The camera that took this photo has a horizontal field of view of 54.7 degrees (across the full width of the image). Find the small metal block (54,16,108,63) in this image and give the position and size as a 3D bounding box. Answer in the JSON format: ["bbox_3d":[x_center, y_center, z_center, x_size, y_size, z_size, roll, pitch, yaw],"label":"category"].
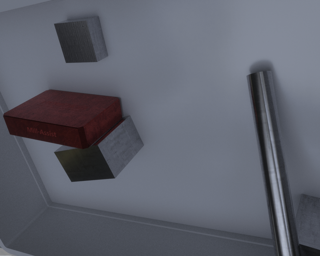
[{"bbox_3d":[-0.099,-0.111,0.390,0.050,0.025,0.050,4,120,26],"label":"small metal block"}]

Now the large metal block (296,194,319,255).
[{"bbox_3d":[0.183,0.139,0.362,0.050,0.080,0.079,11,123,22],"label":"large metal block"}]

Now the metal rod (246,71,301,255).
[{"bbox_3d":[0.125,0.091,0.318,0.025,0.025,0.298,-9,88,32],"label":"metal rod"}]

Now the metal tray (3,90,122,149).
[{"bbox_3d":[-0.130,-0.017,0.422,0.130,0.090,0.030,9,122,23],"label":"metal tray"}]

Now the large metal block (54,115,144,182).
[{"bbox_3d":[-0.083,0.029,0.433,0.080,0.080,0.050,-10,113,32],"label":"large metal block"}]
